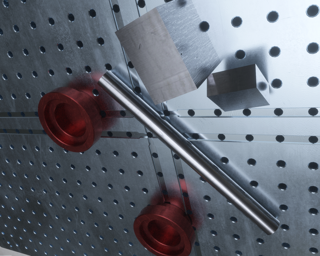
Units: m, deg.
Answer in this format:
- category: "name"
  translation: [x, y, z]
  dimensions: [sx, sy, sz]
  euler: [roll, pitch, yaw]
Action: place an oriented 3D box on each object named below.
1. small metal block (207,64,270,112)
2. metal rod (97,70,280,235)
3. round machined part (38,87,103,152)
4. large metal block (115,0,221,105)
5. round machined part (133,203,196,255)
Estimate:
- category: "small metal block"
  translation: [0.083, -0.040, 0.325]
  dimensions: [0.050, 0.050, 0.025]
  euler: [-8, 70, 31]
- category: "metal rod"
  translation: [0.038, 0.033, 0.411]
  dimensions: [0.300, 0.025, 0.025]
  euler: [42, 129, -1]
- category: "round machined part"
  translation: [-0.126, -0.016, 0.457]
  dimensions: [0.098, 0.042, 0.097]
  euler: [13, 124, 21]
- category: "large metal block"
  translation: [0.013, -0.082, 0.318]
  dimensions: [0.050, 0.080, 0.080]
  euler: [-18, 109, 35]
- category: "round machined part"
  translation: [0.011, 0.160, 0.493]
  dimensions: [0.098, 0.042, 0.097]
  euler: [13, 124, 21]
